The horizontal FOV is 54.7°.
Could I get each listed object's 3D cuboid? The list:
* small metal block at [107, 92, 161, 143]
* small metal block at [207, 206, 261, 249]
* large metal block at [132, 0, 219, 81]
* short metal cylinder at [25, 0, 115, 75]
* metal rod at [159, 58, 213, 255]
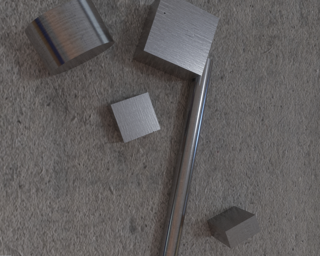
[{"bbox_3d":[-0.034,-0.013,0.397,0.050,0.025,0.050,-21,97,-19],"label":"small metal block"},{"bbox_3d":[0.103,0.138,0.435,0.050,0.050,0.025,-22,98,-19],"label":"small metal block"},{"bbox_3d":[0.020,-0.116,0.404,0.081,0.050,0.080,20,83,-19],"label":"large metal block"},{"bbox_3d":[-0.098,-0.099,0.344,0.080,0.080,0.050,-32,101,-17],"label":"short metal cylinder"},{"bbox_3d":[0.034,0.051,0.422,0.025,0.025,0.298,12,86,-20],"label":"metal rod"}]
